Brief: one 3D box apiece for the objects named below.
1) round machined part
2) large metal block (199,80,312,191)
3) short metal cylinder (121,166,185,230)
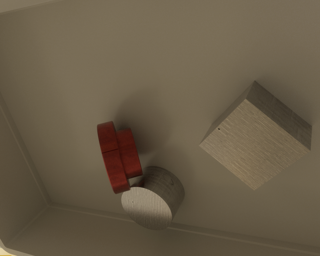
[{"bbox_3d":[-0.052,0.037,0.423,0.042,0.098,0.097,-15,117,-6],"label":"round machined part"},{"bbox_3d":[0.105,0.009,0.343,0.080,0.050,0.080,39,129,1],"label":"large metal block"},{"bbox_3d":[-0.010,0.104,0.460,0.080,0.050,0.079,13,124,20],"label":"short metal cylinder"}]
